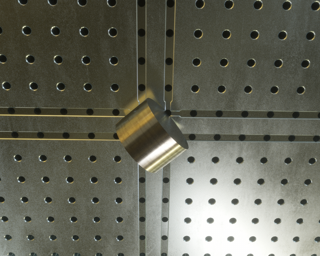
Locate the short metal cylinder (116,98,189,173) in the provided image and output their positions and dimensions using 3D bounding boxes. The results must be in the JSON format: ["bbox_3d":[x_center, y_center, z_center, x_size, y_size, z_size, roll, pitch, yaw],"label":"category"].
[{"bbox_3d":[-0.009,0.009,0.387,0.050,0.080,0.080,-38,106,13],"label":"short metal cylinder"}]
